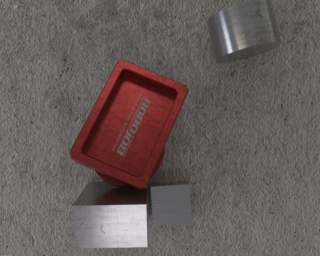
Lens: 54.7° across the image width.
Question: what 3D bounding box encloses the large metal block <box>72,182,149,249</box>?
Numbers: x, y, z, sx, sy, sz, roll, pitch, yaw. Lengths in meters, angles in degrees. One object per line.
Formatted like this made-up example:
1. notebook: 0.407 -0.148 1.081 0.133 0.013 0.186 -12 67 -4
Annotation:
1. large metal block: -0.055 0.102 0.379 0.081 0.080 0.050 -1 98 0

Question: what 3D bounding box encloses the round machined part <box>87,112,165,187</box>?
1. round machined part: -0.043 0.023 0.388 0.099 0.042 0.098 1 73 -4

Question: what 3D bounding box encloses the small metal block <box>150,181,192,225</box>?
1. small metal block: 0.015 0.099 0.410 0.050 0.025 0.050 -4 90 0

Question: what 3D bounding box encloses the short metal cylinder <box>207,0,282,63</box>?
1. short metal cylinder: 0.103 -0.117 0.383 0.080 0.080 0.050 -13 90 0

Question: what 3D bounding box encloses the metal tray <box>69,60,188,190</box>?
1. metal tray: -0.033 -0.005 0.359 0.090 0.030 0.130 23 73 3
